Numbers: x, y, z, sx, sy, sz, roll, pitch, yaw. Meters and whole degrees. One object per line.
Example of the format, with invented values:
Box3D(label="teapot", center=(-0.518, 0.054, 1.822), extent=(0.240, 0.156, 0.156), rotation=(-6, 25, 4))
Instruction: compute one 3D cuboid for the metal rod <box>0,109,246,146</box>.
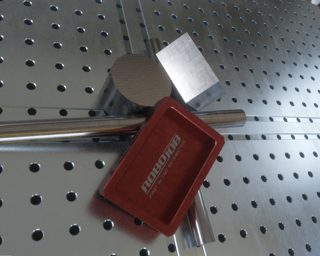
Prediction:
Box3D(label="metal rod", center=(-0.027, -0.004, 0.375), extent=(0.303, 0.025, 0.025), rotation=(-4, 64, -22))

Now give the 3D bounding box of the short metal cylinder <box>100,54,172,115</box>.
Box3D(label="short metal cylinder", center=(-0.032, -0.049, 0.404), extent=(0.081, 0.050, 0.080), rotation=(14, 56, -21))

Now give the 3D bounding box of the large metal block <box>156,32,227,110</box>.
Box3D(label="large metal block", center=(0.047, -0.075, 0.438), extent=(0.080, 0.050, 0.080), rotation=(60, 14, 14))

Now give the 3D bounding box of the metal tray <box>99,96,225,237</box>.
Box3D(label="metal tray", center=(0.005, 0.041, 0.349), extent=(0.090, 0.030, 0.130), rotation=(37, 71, -12))

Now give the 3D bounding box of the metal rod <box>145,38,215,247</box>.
Box3D(label="metal rod", center=(0.020, 0.001, 0.418), extent=(0.025, 0.025, 0.299), rotation=(1, 62, -28))
